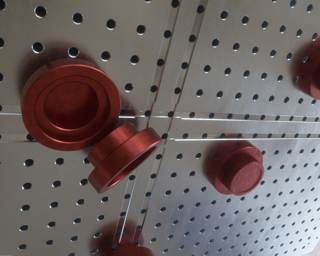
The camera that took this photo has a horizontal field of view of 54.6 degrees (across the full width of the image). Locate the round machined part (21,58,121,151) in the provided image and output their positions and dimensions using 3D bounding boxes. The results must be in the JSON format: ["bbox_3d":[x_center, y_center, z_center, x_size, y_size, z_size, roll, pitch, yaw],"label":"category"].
[{"bbox_3d":[-0.095,-0.027,0.331,0.099,0.042,0.097,-14,124,-21],"label":"round machined part"}]

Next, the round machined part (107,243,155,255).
[{"bbox_3d":[-0.054,0.231,0.513,0.099,0.042,0.097,-14,124,-21],"label":"round machined part"}]

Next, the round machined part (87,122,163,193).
[{"bbox_3d":[-0.047,0.031,0.372,0.098,0.042,0.098,-40,172,-7],"label":"round machined part"}]

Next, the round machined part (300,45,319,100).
[{"bbox_3d":[0.279,-0.089,0.496,0.099,0.042,0.097,-14,124,-21],"label":"round machined part"}]

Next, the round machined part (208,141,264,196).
[{"bbox_3d":[0.133,0.074,0.518,0.099,0.042,0.097,-14,124,-21],"label":"round machined part"}]
